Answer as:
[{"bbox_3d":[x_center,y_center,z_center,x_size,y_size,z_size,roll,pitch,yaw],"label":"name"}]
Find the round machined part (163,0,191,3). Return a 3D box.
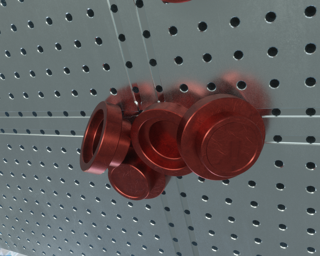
[{"bbox_3d":[0.021,-0.170,0.284,0.098,0.042,0.097,13,124,20],"label":"round machined part"}]

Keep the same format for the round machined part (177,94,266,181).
[{"bbox_3d":[0.071,0.014,0.339,0.099,0.042,0.097,-4,109,-11],"label":"round machined part"}]

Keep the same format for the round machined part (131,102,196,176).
[{"bbox_3d":[0.015,0.010,0.397,0.098,0.042,0.097,13,124,20],"label":"round machined part"}]

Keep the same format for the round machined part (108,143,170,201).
[{"bbox_3d":[-0.038,0.068,0.461,0.098,0.042,0.097,13,124,20],"label":"round machined part"}]

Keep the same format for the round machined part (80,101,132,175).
[{"bbox_3d":[-0.071,0.016,0.422,0.042,0.098,0.097,18,134,-26],"label":"round machined part"}]
